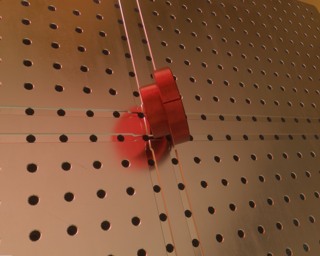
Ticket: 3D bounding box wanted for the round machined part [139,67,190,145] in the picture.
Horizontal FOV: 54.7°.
[{"bbox_3d":[0.003,-0.024,0.391,0.042,0.098,0.098,-16,67,-1],"label":"round machined part"}]
